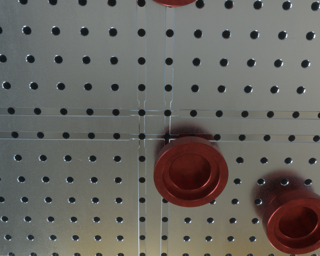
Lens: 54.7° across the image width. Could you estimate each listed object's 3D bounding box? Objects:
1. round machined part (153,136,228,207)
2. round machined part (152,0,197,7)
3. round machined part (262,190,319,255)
[{"bbox_3d":[0.041,0.056,0.426,0.099,0.042,0.097,0,110,-1],"label":"round machined part"},{"bbox_3d":[0.017,-0.184,0.337,0.099,0.042,0.097,0,110,-1],"label":"round machined part"},{"bbox_3d":[0.200,0.133,0.456,0.099,0.042,0.097,0,110,-1],"label":"round machined part"}]
